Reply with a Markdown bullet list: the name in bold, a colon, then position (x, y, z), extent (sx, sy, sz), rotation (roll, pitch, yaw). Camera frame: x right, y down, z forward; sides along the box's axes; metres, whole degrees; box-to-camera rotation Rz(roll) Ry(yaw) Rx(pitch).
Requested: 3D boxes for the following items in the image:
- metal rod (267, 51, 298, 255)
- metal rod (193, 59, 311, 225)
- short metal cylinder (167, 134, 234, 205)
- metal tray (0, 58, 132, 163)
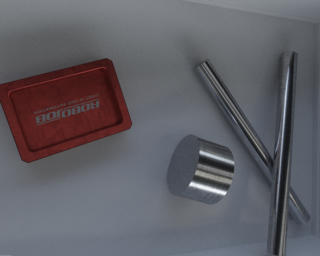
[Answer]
- **metal rod**: position (0.182, 0.029, 0.456), extent (0.025, 0.025, 0.299), rotation (13, 77, -20)
- **metal rod**: position (0.143, 0.028, 0.465), extent (0.025, 0.025, 0.299), rotation (-40, 103, -16)
- **short metal cylinder**: position (0.051, 0.054, 0.401), extent (0.050, 0.080, 0.080), rotation (20, 83, -19)
- **metal tray**: position (-0.109, -0.023, 0.367), extent (0.131, 0.030, 0.089), rotation (-19, 97, -19)
